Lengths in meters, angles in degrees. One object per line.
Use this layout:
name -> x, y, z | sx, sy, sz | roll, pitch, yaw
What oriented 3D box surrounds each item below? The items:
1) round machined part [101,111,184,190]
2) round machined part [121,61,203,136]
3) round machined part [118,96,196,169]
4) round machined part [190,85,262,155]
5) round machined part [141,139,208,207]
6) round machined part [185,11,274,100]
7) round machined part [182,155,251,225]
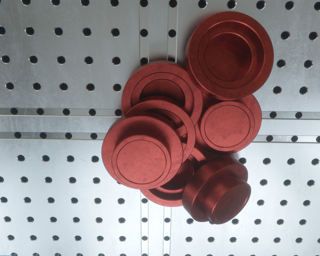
round machined part -> -0.021, 0.032, 0.371 | 0.099, 0.042, 0.097 | 0, 110, 0
round machined part -> 0.003, -0.036, 0.391 | 0.099, 0.042, 0.097 | 0, 110, 0
round machined part -> -0.004, 0.005, 0.406 | 0.099, 0.042, 0.097 | 0, 110, 0
round machined part -> 0.083, -0.008, 0.401 | 0.099, 0.042, 0.097 | 0, 110, 0
round machined part -> 0.017, 0.055, 0.425 | 0.099, 0.042, 0.097 | 0, 110, 0
round machined part -> 0.077, -0.081, 0.363 | 0.099, 0.042, 0.097 | 0, 89, -7
round machined part -> 0.081, 0.088, 0.411 | 0.099, 0.042, 0.097 | -20, 130, -26
